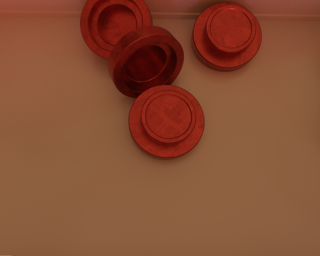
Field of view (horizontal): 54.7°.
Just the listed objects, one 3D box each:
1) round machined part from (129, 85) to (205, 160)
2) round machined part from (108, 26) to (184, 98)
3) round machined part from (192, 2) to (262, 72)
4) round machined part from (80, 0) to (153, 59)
[{"bbox_3d":[0.009,-0.010,0.397,0.099,0.042,0.098,1,77,-5],"label":"round machined part"},{"bbox_3d":[-0.022,-0.090,0.407,0.099,0.098,0.042,-25,53,-9],"label":"round machined part"},{"bbox_3d":[0.096,-0.133,0.438,0.099,0.042,0.097,0,84,-1],"label":"round machined part"},{"bbox_3d":[-0.058,-0.144,0.439,0.099,0.042,0.097,1,96,7],"label":"round machined part"}]
